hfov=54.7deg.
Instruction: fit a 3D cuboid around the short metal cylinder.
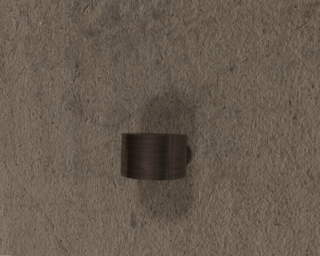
[{"bbox_3d":[-0.007,0.032,0.382,0.080,0.080,0.050,2,91,19],"label":"short metal cylinder"}]
